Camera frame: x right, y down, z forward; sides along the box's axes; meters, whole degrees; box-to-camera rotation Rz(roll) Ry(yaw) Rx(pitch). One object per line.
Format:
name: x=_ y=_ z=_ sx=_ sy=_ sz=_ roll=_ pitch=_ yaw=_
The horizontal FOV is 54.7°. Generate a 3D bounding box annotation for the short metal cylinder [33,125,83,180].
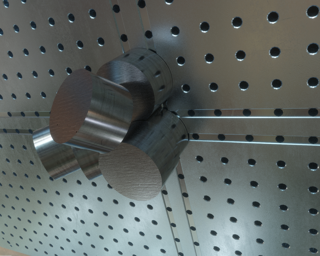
short metal cylinder: x=-0.147 y=0.030 z=0.463 sx=0.050 sy=0.080 sz=0.080 roll=-24 pitch=111 yaw=-8

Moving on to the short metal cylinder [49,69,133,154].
short metal cylinder: x=-0.074 y=-0.017 z=0.331 sx=0.080 sy=0.080 sz=0.050 roll=-26 pitch=147 yaw=37

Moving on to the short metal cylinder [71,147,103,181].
short metal cylinder: x=-0.088 y=0.026 z=0.429 sx=0.050 sy=0.080 sz=0.080 roll=-24 pitch=111 yaw=-7

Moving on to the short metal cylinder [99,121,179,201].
short metal cylinder: x=-0.024 y=0.038 z=0.364 sx=0.080 sy=0.050 sz=0.079 roll=13 pitch=124 yaw=21

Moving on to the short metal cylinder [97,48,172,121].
short metal cylinder: x=-0.032 y=-0.052 z=0.379 sx=0.080 sy=0.050 sz=0.079 roll=13 pitch=124 yaw=21

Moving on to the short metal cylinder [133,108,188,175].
short metal cylinder: x=-0.009 y=0.019 z=0.411 sx=0.080 sy=0.050 sz=0.079 roll=13 pitch=124 yaw=21
